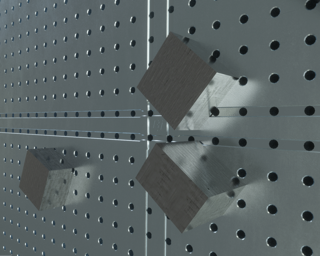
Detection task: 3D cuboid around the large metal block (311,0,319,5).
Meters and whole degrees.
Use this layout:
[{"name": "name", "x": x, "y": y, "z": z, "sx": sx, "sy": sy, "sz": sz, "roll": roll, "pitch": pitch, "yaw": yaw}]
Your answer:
[{"name": "large metal block", "x": 0.146, "y": -0.163, "z": 0.273, "sx": 0.080, "sy": 0.050, "sz": 0.080, "roll": 50, "pitch": 119, "yaw": 28}]

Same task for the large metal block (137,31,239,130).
[{"name": "large metal block", "x": 0.030, "y": -0.054, "z": 0.369, "sx": 0.080, "sy": 0.050, "sz": 0.080, "roll": 50, "pitch": 119, "yaw": 28}]

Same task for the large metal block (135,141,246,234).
[{"name": "large metal block", "x": 0.035, "y": 0.060, "z": 0.346, "sx": 0.080, "sy": 0.081, "sz": 0.050, "roll": 45, "pitch": 117, "yaw": 31}]

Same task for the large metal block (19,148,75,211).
[{"name": "large metal block", "x": -0.208, "y": 0.091, "z": 0.567, "sx": 0.080, "sy": 0.050, "sz": 0.080, "roll": 30, "pitch": 109, "yaw": 36}]
